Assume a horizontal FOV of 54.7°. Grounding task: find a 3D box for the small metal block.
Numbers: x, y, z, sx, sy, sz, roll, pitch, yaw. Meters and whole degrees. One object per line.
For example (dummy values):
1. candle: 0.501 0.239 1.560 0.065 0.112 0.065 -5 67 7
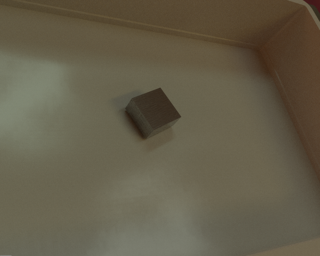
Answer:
1. small metal block: -0.009 -0.020 0.410 0.050 0.025 0.050 -26 76 -37
